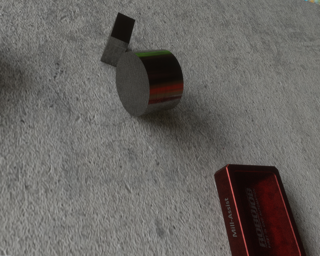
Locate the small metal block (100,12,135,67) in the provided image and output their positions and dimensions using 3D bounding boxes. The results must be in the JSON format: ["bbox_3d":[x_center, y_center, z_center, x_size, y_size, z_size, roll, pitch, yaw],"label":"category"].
[{"bbox_3d":[-0.059,-0.122,0.430,0.025,0.050,0.050,20,54,-17],"label":"small metal block"}]

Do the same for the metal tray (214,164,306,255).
[{"bbox_3d":[0.127,0.113,0.399,0.091,0.030,0.130,6,59,-25],"label":"metal tray"}]

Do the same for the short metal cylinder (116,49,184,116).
[{"bbox_3d":[-0.015,-0.059,0.396,0.050,0.080,0.080,-14,69,-34],"label":"short metal cylinder"}]
